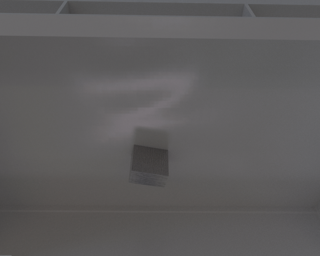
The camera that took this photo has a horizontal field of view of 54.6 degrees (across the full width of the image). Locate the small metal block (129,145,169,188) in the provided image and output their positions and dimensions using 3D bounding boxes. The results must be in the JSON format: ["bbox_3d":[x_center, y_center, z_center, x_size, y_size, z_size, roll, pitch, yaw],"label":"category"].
[{"bbox_3d":[-0.016,0.053,0.438,0.050,0.050,0.025,10,129,-8],"label":"small metal block"}]
